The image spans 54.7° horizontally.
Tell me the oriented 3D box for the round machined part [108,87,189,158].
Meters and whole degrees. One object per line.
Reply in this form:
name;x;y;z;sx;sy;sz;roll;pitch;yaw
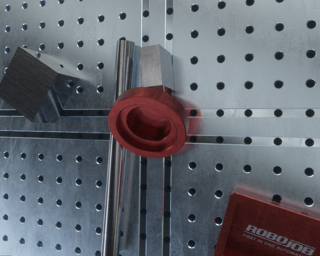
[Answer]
round machined part;-0.012;-0.011;0.390;0.098;0.042;0.097;9;132;10

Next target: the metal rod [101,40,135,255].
metal rod;-0.058;0.030;0.432;0.025;0.025;0.298;5;92;19

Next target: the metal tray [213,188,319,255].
metal tray;0.138;0.134;0.361;0.130;0.030;0.089;16;95;18

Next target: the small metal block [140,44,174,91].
small metal block;-0.003;-0.075;0.399;0.025;0.050;0.050;-5;87;19

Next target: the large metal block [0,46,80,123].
large metal block;-0.182;-0.063;0.462;0.080;0.050;0.080;34;101;16
